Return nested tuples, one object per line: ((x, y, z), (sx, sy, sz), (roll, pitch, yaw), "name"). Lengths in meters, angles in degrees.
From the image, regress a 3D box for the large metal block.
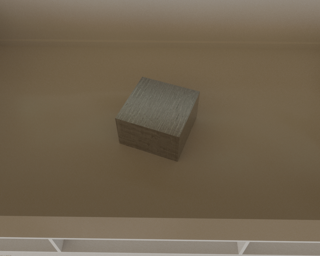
((-0.001, -0.013, 0.400), (0.080, 0.050, 0.080), (17, 52, 13), "large metal block")
